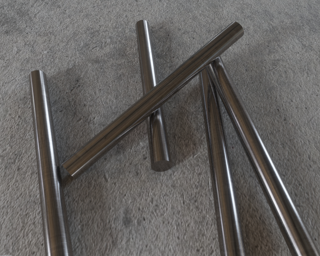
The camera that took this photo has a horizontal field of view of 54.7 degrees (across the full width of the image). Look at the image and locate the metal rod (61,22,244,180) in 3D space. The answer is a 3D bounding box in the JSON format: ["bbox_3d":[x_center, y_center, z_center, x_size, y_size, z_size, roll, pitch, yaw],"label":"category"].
[{"bbox_3d":[0.002,-0.045,0.402,0.301,0.025,0.025,-42,61,-16],"label":"metal rod"}]

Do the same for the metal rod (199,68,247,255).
[{"bbox_3d":[0.071,0.030,0.378,0.025,0.025,0.300,0,50,0],"label":"metal rod"}]

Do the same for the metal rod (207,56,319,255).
[{"bbox_3d":[0.109,0.009,0.379,0.025,0.025,0.299,-10,56,-9],"label":"metal rod"}]

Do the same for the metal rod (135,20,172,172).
[{"bbox_3d":[-0.015,-0.069,0.460,0.025,0.025,0.300,-5,50,-4],"label":"metal rod"}]

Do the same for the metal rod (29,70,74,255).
[{"bbox_3d":[-0.137,0.032,0.375,0.025,0.025,0.300,-14,52,-12],"label":"metal rod"}]
